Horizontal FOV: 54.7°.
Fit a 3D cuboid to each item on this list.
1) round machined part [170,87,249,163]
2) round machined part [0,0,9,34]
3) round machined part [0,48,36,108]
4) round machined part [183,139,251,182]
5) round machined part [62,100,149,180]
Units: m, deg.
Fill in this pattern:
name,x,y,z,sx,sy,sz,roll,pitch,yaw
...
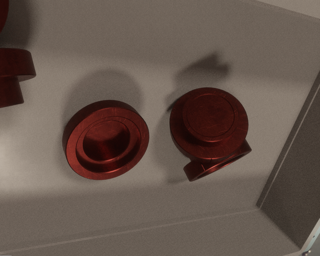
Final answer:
name,x,y,z,sx,sy,sz,roll,pitch,yaw
round machined part,0.061,-0.008,0.387,0.098,0.098,0.042,-31,161,-9
round machined part,-0.171,-0.102,0.228,0.099,0.042,0.097,-29,132,-38
round machined part,-0.152,-0.034,0.253,0.099,0.098,0.042,-14,99,-21
round machined part,0.077,0.036,0.444,0.099,0.042,0.098,-25,165,-7
round machined part,-0.066,0.011,0.369,0.099,0.042,0.097,-14,125,-21
